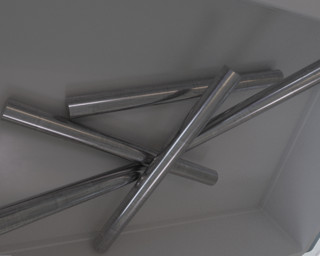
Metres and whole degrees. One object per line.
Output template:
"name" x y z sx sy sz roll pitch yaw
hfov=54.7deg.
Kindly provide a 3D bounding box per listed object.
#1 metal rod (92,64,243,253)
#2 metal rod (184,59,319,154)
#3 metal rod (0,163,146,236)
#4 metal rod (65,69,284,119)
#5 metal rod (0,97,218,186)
"metal rod" -0.002 0.051 0.389 0.025 0.025 0.299 21 114 -36
"metal rod" 0.136 -0.038 0.376 0.300 0.025 0.025 -30 134 25
"metal rod" -0.111 0.076 0.321 0.302 0.025 0.025 -13 127 -50
"metal rod" 0.036 -0.048 0.398 0.303 0.025 0.025 -11 123 -23
"metal rod" -0.039 0.029 0.392 0.302 0.025 0.025 22 107 -32
